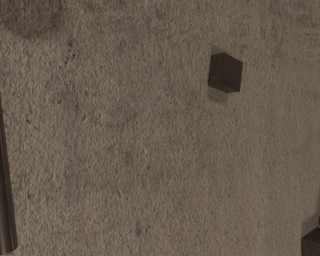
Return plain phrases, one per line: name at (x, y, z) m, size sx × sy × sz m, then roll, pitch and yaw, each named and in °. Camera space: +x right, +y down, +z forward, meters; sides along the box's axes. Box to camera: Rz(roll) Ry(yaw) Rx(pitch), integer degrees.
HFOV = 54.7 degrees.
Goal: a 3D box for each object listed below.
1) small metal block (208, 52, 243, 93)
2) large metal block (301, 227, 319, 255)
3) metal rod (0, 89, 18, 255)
small metal block at (0.105, -0.087, 0.496) m, size 0.050 × 0.025 × 0.050 m, roll 13°, pitch 82°, yaw -40°
large metal block at (0.364, 0.282, 0.699) m, size 0.081 × 0.050 × 0.079 m, roll -8°, pitch 95°, yaw -40°
metal rod at (-0.156, -0.037, 0.274) m, size 0.025 × 0.025 × 0.298 m, roll -8°, pitch 95°, yaw -40°
